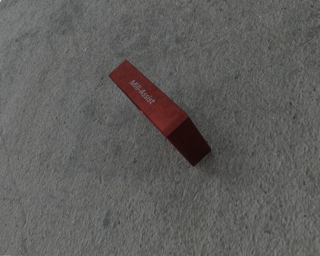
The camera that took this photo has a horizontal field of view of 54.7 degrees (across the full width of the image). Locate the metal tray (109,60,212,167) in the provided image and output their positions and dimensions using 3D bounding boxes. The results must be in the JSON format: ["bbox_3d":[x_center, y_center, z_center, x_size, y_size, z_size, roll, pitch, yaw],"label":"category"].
[{"bbox_3d":[-0.001,-0.019,0.375,0.030,0.090,0.130,-43,51,-1],"label":"metal tray"}]
